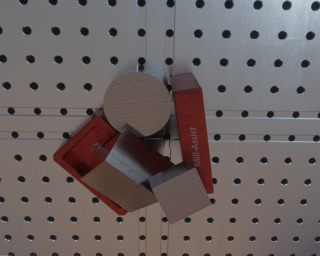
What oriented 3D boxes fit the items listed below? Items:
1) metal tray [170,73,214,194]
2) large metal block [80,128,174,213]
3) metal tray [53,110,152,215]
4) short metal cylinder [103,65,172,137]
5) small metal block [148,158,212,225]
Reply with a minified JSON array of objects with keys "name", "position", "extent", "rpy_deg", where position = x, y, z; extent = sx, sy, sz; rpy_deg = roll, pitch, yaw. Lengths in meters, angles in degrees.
[{"name":"metal tray","position":[0.038,0.006,0.381],"extent":[0.030,0.090,0.129],"rpy_deg":[-9,110,3]},{"name":"large metal block","position":[-0.040,0.056,0.387],"extent":[0.080,0.050,0.080],"rpy_deg":[38,141,-14]},{"name":"metal tray","position":[-0.066,0.050,0.427],"extent":[0.090,0.030,0.130],"rpy_deg":[-41,106,13]},{"name":"short metal cylinder","position":[-0.026,-0.035,0.387],"extent":[0.081,0.050,0.079],"rpy_deg":[0,110,-1]},{"name":"small metal block","position":[0.022,0.069,0.339],"extent":[0.050,0.025,0.050],"rpy_deg":[-26,109,-3]}]
